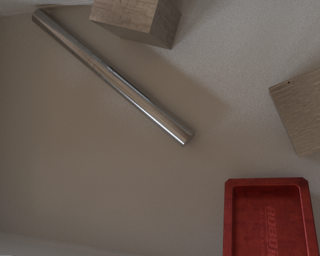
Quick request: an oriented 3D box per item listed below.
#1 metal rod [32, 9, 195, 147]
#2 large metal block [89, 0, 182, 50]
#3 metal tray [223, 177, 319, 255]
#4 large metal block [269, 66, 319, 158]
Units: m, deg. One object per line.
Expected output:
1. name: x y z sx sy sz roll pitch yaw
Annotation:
1. metal rod: -0.074 -0.078 0.435 0.300 0.025 0.025 40 102 15
2. large metal block: -0.028 -0.141 0.390 0.080 0.080 0.050 18 96 18
3. metal tray: 0.115 0.117 0.327 0.090 0.030 0.130 -4 50 19
4. large metal block: 0.174 -0.021 0.336 0.080 0.050 0.080 -23 83 18
